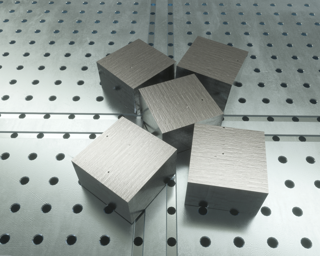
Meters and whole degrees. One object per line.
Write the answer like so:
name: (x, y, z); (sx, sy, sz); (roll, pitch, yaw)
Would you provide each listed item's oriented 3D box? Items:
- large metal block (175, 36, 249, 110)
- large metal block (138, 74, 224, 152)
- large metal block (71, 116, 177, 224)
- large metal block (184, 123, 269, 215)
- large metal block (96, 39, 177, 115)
large metal block: (0.076, -0.084, 0.461); (0.080, 0.050, 0.080); (22, 54, 14)
large metal block: (0.025, -0.018, 0.406); (0.081, 0.050, 0.080); (-18, 52, -14)
large metal block: (-0.038, 0.045, 0.352); (0.080, 0.050, 0.080); (30, 56, 23)
large metal block: (0.074, 0.045, 0.354); (0.080, 0.050, 0.080); (7, 50, 5)
large metal block: (-0.033, -0.078, 0.457); (0.080, 0.050, 0.080); (-37, 59, -26)
